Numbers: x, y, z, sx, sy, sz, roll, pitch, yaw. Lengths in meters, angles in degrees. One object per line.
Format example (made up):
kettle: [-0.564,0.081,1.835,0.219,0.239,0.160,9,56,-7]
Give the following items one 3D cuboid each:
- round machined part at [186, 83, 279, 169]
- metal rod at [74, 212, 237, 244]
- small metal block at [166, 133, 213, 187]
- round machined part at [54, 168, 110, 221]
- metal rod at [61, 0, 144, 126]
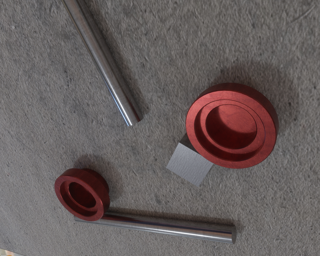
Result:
round machined part: [0.082,-0.006,0.349,0.098,0.042,0.097,13,124,21]
metal rod: [-0.024,0.160,0.518,0.300,0.025,0.025,-3,117,29]
small metal block: [0.043,0.043,0.411,0.050,0.025,0.050,30,128,8]
round machined part: [-0.127,0.108,0.530,0.098,0.042,0.097,13,124,21]
metal rod: [-0.096,-0.137,0.372,0.025,0.025,0.299,-14,112,34]
